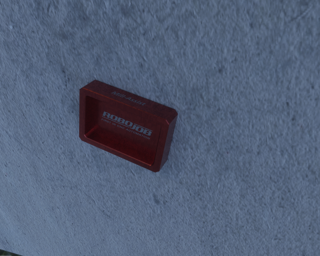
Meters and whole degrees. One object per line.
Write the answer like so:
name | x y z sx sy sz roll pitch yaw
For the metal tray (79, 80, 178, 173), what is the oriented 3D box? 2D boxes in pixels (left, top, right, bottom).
metal tray | -0.048 -0.003 0.425 0.130 0.030 0.089 22 127 14
